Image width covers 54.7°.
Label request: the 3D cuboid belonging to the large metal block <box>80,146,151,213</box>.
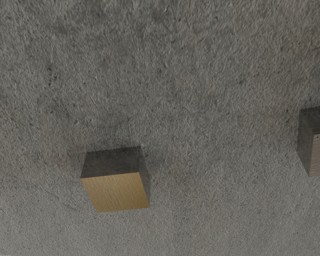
[{"bbox_3d":[-0.061,0.077,0.455,0.080,0.050,0.080,-7,130,6],"label":"large metal block"}]

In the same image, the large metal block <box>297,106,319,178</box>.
[{"bbox_3d":[0.231,0.015,0.405,0.080,0.050,0.080,-10,130,8],"label":"large metal block"}]
